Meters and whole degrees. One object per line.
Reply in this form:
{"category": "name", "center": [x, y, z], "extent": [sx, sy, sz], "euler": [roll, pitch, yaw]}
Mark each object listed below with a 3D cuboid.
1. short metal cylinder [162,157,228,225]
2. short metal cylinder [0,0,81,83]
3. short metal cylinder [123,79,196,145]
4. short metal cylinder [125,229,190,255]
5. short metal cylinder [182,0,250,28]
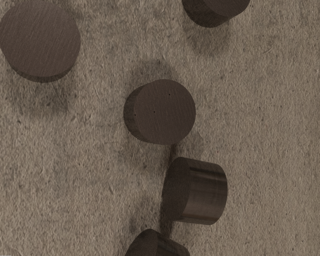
{"category": "short metal cylinder", "center": [0.042, 0.081, 0.397], "extent": [0.050, 0.080, 0.080], "euler": [13, 86, -20]}
{"category": "short metal cylinder", "center": [-0.133, -0.094, 0.347], "extent": [0.081, 0.050, 0.079], "euler": [0, 90, -21]}
{"category": "short metal cylinder", "center": [-0.002, -0.019, 0.396], "extent": [0.081, 0.050, 0.079], "euler": [0, 90, -21]}
{"category": "short metal cylinder", "center": [-0.008, 0.172, 0.378], "extent": [0.050, 0.080, 0.080], "euler": [35, 79, -17]}
{"category": "short metal cylinder", "center": [0.077, -0.185, 0.425], "extent": [0.081, 0.050, 0.079], "euler": [0, 90, -21]}
